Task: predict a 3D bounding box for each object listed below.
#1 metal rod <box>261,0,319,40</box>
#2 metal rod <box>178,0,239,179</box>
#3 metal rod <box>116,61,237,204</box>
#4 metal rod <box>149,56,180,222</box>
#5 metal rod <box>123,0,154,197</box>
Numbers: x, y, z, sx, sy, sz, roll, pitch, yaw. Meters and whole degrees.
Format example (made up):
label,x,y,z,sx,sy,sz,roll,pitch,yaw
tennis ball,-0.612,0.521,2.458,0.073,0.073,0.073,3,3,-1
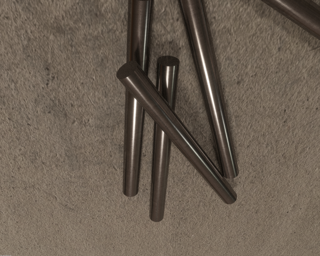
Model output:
label,x,y,z,sx,sy,sz,roll,pitch,yaw
metal rod,0.132,-0.121,0.305,0.302,0.025,0.025,23,126,-19
metal rod,0.063,-0.042,0.372,0.025,0.025,0.299,-13,129,10
metal rod,0.040,0.027,0.407,0.025,0.025,0.300,-24,134,18
metal rod,0.002,0.039,0.440,0.025,0.025,0.298,2,130,-2
metal rod,-0.032,-0.014,0.394,0.025,0.025,0.298,4,130,-4
